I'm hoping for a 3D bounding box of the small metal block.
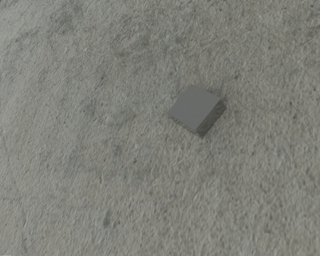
[{"bbox_3d":[0.046,-0.022,0.392,0.050,0.025,0.050,34,80,38],"label":"small metal block"}]
